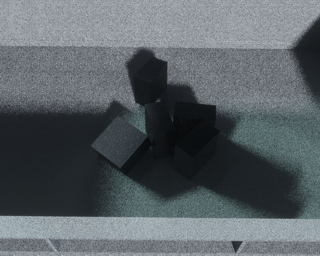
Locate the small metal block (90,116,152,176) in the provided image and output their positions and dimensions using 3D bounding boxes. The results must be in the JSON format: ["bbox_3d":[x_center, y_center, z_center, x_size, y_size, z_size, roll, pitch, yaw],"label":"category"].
[{"bbox_3d":[-0.047,0.021,0.379,0.050,0.025,0.050,33,71,24],"label":"small metal block"}]

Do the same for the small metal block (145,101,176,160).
[{"bbox_3d":[-0.001,0.003,0.386,0.025,0.050,0.050,-11,51,-10],"label":"small metal block"}]

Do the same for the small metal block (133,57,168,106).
[{"bbox_3d":[-0.013,-0.065,0.443,0.025,0.050,0.050,23,54,18],"label":"small metal block"}]

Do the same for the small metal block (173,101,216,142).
[{"bbox_3d":[0.043,-0.005,0.394,0.050,0.050,0.025,6,51,5],"label":"small metal block"}]

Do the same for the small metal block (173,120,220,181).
[{"bbox_3d":[0.043,0.027,0.367,0.025,0.050,0.050,35,58,25],"label":"small metal block"}]
